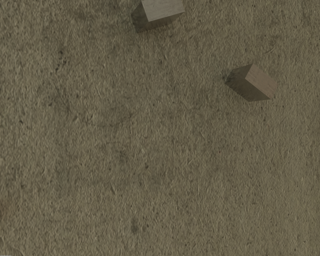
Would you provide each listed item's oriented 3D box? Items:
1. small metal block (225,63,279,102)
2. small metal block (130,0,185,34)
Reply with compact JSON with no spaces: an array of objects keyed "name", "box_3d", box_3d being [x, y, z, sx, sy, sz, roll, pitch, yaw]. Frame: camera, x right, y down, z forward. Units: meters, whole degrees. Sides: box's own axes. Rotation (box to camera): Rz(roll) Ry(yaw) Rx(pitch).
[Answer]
[{"name":"small metal block","box_3d":[0.130,-0.063,0.444,0.050,0.050,0.025,33,79,-17]},{"name":"small metal block","box_3d":[-0.004,-0.146,0.394,0.050,0.050,0.025,-22,98,-19]}]
